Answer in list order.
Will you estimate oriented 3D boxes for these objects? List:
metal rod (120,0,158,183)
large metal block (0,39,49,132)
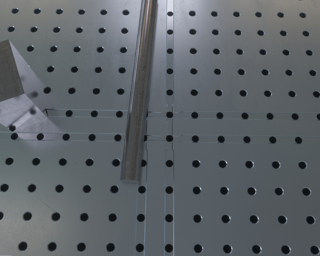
[{"bbox_3d":[-0.026,-0.073,0.438,0.025,0.025,0.299,4,70,1],"label":"metal rod"},{"bbox_3d":[-0.193,-0.052,0.400,0.050,0.080,0.080,-21,72,-7],"label":"large metal block"}]
